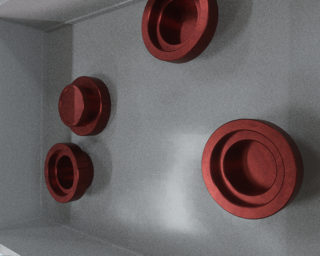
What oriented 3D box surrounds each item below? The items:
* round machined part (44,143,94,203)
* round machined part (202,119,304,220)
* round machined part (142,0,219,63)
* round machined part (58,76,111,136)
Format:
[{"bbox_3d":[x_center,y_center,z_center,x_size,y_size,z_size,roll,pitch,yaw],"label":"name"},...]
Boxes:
[{"bbox_3d":[-0.148,0.073,0.519,0.098,0.042,0.097,0,90,40],"label":"round machined part"},{"bbox_3d":[0.095,0.040,0.317,0.098,0.042,0.097,0,90,40],"label":"round machined part"},{"bbox_3d":[0.028,-0.126,0.373,0.098,0.042,0.097,0,90,40],"label":"round machined part"},{"bbox_3d":[-0.128,-0.035,0.501,0.098,0.042,0.097,0,90,40],"label":"round machined part"}]
